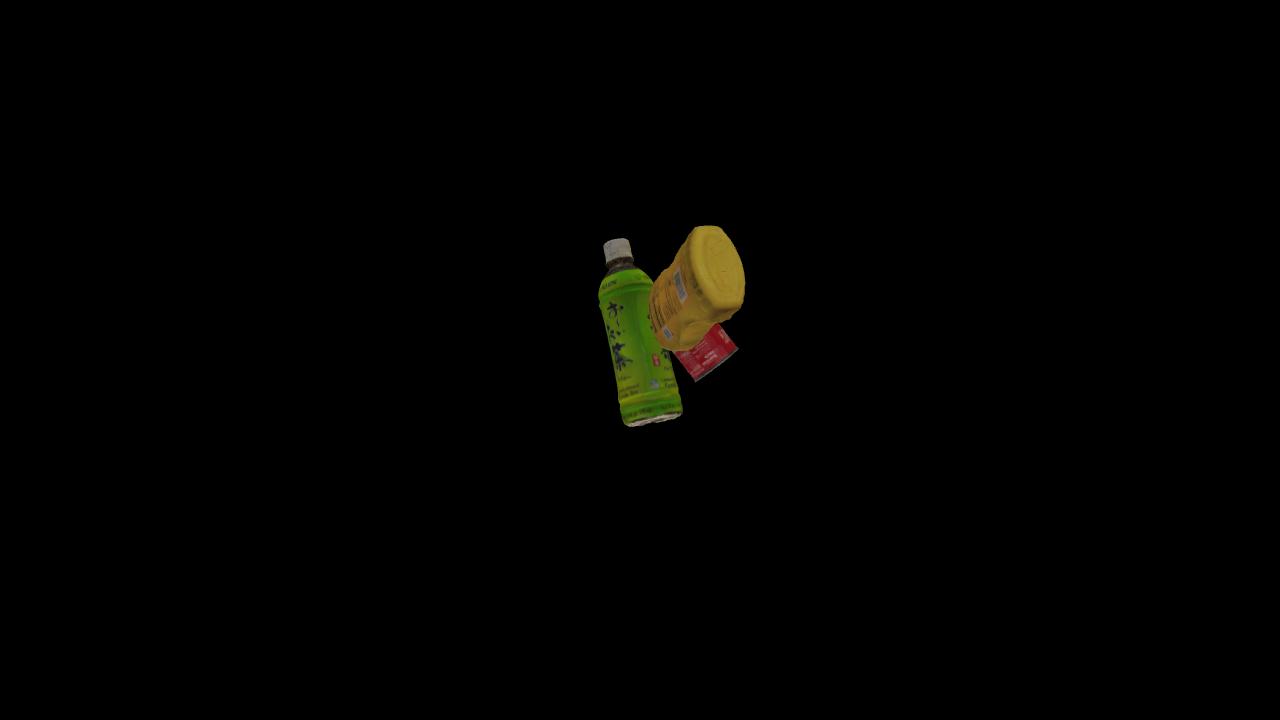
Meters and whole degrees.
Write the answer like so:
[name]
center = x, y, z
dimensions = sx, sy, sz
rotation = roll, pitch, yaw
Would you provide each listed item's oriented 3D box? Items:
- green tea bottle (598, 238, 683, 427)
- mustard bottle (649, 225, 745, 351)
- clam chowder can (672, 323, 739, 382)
[green tea bottle]
center = -0.007, -0.033, 0.694
dimensions = 0.073, 0.212, 0.073
rotation = -13, -11, -3
[mustard bottle]
center = 0.043, -0.058, 0.651
dimensions = 0.054, 0.092, 0.184
rotation = -12, -16, -25
[clam chowder can]
center = 0.063, -0.033, 0.754
dimensions = 0.068, 0.102, 0.068
rotation = -38, -2, -2
